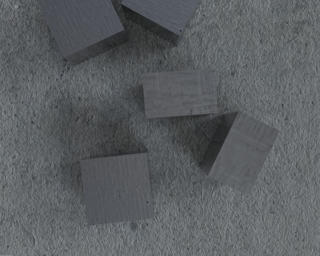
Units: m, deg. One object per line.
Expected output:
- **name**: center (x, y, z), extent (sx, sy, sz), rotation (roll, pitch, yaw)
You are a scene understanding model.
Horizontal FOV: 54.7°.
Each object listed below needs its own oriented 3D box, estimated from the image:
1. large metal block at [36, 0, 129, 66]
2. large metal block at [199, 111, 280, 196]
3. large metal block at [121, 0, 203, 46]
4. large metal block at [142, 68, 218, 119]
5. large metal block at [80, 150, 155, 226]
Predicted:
- **large metal block**: center (-0.096, -0.137, 0.396), extent (0.080, 0.050, 0.080), rotation (-25, 90, 0)
- **large metal block**: center (0.093, 0.028, 0.383), extent (0.050, 0.080, 0.080), rotation (26, 90, 0)
- **large metal block**: center (0.008, -0.165, 0.397), extent (0.080, 0.050, 0.080), rotation (29, 90, 0)
- **large metal block**: center (0.022, -0.039, 0.382), extent (0.080, 0.080, 0.050), rotation (-4, 90, 0)
- **large metal block**: center (-0.052, 0.073, 0.397), extent (0.080, 0.050, 0.080), rotation (-6, 90, 0)
